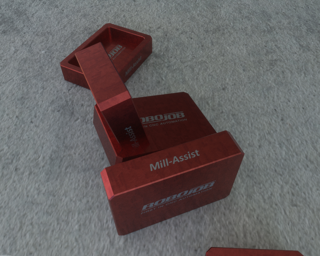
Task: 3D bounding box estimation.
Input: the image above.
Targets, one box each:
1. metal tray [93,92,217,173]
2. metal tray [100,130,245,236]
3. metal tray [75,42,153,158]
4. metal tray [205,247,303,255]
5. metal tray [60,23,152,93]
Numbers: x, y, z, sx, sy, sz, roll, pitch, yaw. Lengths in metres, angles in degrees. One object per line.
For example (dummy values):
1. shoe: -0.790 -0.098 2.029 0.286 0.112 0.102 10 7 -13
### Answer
1. metal tray: -0.006 0.001 0.380 0.131 0.030 0.090 -10 49 -26
2. metal tray: 0.013 0.057 0.312 0.131 0.089 0.030 -16 52 -14
3. metal tray: -0.046 -0.019 0.348 0.030 0.130 0.090 -26 54 -6
4. metal tray: 0.085 0.171 0.257 0.091 0.030 0.130 2 50 1
5. metal tray: -0.081 -0.113 0.493 0.090 0.030 0.130 22 53 17
